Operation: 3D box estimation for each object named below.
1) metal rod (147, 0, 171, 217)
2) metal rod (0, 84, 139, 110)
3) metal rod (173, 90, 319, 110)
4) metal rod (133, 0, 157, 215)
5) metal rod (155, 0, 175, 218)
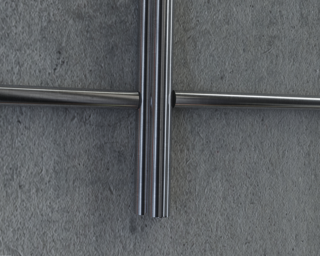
[{"bbox_3d":[-0.001,-0.040,0.389,0.025,0.025,0.298,1,90,-20],"label":"metal rod"},{"bbox_3d":[-0.172,-0.037,0.346,0.303,0.025,0.025,0,90,-21],"label":"metal rod"},{"bbox_3d":[0.158,-0.040,0.470,0.303,0.025,0.025,-1,90,-21],"label":"metal rod"},{"bbox_3d":[-0.019,-0.039,0.405,0.025,0.025,0.298,1,90,-20],"label":"metal rod"},{"bbox_3d":[0.004,-0.033,0.414,0.025,0.025,0.298,1,90,-20],"label":"metal rod"}]
